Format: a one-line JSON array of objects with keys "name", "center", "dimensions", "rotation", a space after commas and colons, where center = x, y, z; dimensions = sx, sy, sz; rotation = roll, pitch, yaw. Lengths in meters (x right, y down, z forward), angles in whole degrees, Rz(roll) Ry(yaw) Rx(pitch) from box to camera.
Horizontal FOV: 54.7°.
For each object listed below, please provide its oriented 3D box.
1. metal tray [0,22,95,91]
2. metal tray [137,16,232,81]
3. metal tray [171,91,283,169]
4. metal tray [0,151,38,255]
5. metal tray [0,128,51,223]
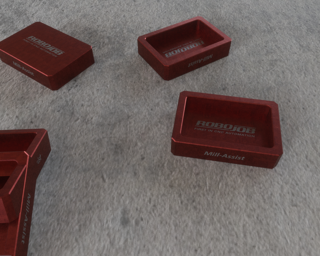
[{"name": "metal tray", "center": [-0.184, -0.119, 0.498], "dimensions": [0.130, 0.030, 0.090], "rotation": [29, 55, 21]}, {"name": "metal tray", "center": [0.040, -0.136, 0.514], "dimensions": [0.131, 0.030, 0.090], "rotation": [-26, 55, -21]}, {"name": "metal tray", "center": [0.085, -0.001, 0.401], "dimensions": [0.131, 0.030, 0.090], "rotation": [8, 50, 6]}, {"name": "metal tray", "center": [-0.176, 0.090, 0.301], "dimensions": [0.091, 0.030, 0.130], "rotation": [-2, 65, -2]}, {"name": "metal tray", "center": [-0.179, 0.045, 0.328], "dimensions": [0.091, 0.030, 0.130], "rotation": [-2, 27, -2]}]
